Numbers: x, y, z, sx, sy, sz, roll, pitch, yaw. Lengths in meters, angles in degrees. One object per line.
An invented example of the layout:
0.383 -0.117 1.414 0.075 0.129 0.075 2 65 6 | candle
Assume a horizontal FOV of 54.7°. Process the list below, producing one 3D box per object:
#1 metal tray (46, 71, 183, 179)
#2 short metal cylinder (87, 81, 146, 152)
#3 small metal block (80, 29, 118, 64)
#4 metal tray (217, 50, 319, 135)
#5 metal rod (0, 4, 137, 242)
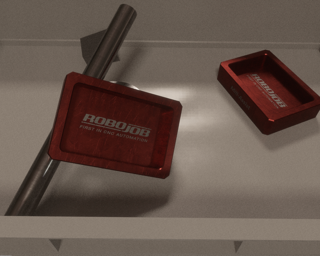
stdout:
-0.047 0.000 0.339 0.131 0.030 0.090 14 83 -21 | metal tray
-0.059 -0.015 0.401 0.081 0.050 0.080 0 50 0 | short metal cylinder
-0.100 -0.131 0.506 0.050 0.025 0.050 -19 52 2 | small metal block
0.155 -0.057 0.451 0.091 0.030 0.130 -18 53 -15 | metal tray
-0.098 -0.021 0.357 0.025 0.025 0.300 19 72 14 | metal rod
